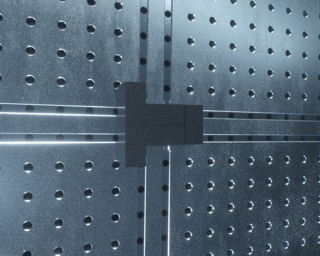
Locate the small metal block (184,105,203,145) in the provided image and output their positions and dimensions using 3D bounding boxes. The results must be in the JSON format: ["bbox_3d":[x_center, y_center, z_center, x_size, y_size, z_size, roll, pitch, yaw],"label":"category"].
[{"bbox_3d":[0.035,-0.004,0.412,0.025,0.050,0.050,0,90,-20],"label":"small metal block"}]

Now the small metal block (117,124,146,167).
[{"bbox_3d":[-0.037,0.021,0.386,0.025,0.050,0.050,0,90,-20],"label":"small metal block"}]

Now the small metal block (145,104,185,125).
[{"bbox_3d":[-0.001,-0.017,0.399,0.050,0.050,0.025,0,90,-20],"label":"small metal block"}]

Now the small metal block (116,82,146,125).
[{"bbox_3d":[-0.037,-0.029,0.386,0.025,0.050,0.050,0,90,-20],"label":"small metal block"}]

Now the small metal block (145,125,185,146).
[{"bbox_3d":[-0.001,0.008,0.399,0.050,0.050,0.025,0,90,-20],"label":"small metal block"}]
